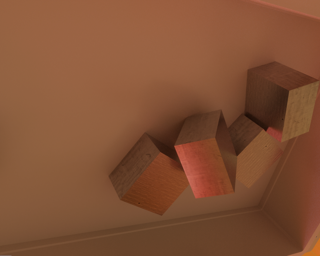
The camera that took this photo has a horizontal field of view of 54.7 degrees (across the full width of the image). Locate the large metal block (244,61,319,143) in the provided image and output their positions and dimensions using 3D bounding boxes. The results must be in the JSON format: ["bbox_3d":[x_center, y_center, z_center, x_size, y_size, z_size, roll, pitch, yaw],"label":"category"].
[{"bbox_3d":[0.168,-0.039,0.440,0.050,0.080,0.079,-18,126,-18],"label":"large metal block"}]

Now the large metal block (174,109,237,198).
[{"bbox_3d":[0.064,0.032,0.406,0.050,0.080,0.080,-13,113,22],"label":"large metal block"}]

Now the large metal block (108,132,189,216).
[{"bbox_3d":[-0.009,0.065,0.428,0.080,0.050,0.080,34,100,-39],"label":"large metal block"}]

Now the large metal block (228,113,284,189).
[{"bbox_3d":[0.135,0.038,0.489,0.080,0.050,0.080,-48,129,5],"label":"large metal block"}]
